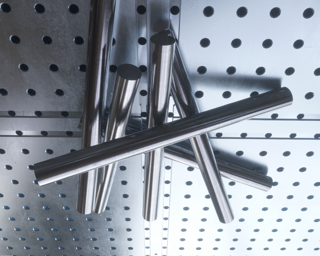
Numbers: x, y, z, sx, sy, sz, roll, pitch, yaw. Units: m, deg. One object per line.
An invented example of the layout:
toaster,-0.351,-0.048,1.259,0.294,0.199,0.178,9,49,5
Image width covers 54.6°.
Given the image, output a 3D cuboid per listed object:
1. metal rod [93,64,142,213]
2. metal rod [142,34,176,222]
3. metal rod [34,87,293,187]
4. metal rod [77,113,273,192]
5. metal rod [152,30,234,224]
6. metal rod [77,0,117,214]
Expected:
metal rod,-0.067,0.039,0.414,0.025,0.025,0.298,11,138,-9
metal rod,-0.006,0.027,0.399,0.025,0.025,0.298,3,131,-2
metal rod,0.014,0.005,0.353,0.302,0.025,0.025,-17,131,-11
metal rod,0.033,0.038,0.444,0.302,0.025,0.025,20,127,-17
metal rod,0.052,0.019,0.404,0.025,0.025,0.299,-16,121,13
metal rod,-0.080,-0.010,0.373,0.025,0.025,0.298,8,121,-7
